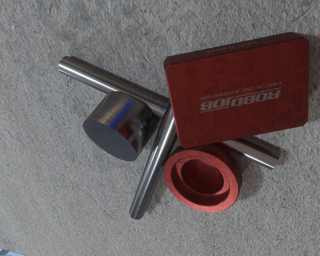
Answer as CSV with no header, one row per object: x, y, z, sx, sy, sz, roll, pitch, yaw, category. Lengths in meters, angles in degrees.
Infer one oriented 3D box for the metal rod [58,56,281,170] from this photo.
0.002,-0.024,0.393,0.301,0.025,0.025,25,127,12,metal rod

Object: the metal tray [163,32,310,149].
0.076,-0.036,0.307,0.131,0.030,0.089,-11,116,2,metal tray

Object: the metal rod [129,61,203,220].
-0.003,0.041,0.412,0.025,0.025,0.298,29,135,9,metal rod

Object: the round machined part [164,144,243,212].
0.058,0.058,0.403,0.098,0.042,0.097,13,124,21,round machined part

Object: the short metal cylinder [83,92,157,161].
-0.051,-0.001,0.402,0.080,0.050,0.080,25,151,15,short metal cylinder
